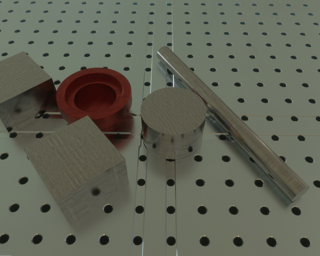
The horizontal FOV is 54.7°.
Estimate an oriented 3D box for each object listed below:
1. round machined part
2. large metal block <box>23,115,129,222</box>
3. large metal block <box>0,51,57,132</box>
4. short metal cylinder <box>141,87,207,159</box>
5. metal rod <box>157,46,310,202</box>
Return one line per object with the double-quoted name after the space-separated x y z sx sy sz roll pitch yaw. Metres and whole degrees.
-0.088 -0.035 0.425 0.099 0.042 0.098 1 51 0 "round machined part"
-0.094 0.044 0.354 0.081 0.050 0.080 -31 57 -23 "large metal block"
-0.201 -0.053 0.434 0.080 0.050 0.080 -35 58 -26 "large metal block"
0.017 -0.007 0.397 0.081 0.050 0.080 0 50 0 "short metal cylinder"
0.081 -0.025 0.428 0.025 0.025 0.300 -24 54 -19 "metal rod"
